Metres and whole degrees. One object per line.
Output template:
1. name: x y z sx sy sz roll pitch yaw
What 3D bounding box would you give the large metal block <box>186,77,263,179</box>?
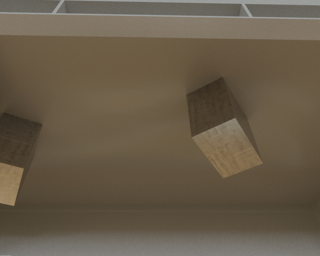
1. large metal block: 0.076 0.000 0.374 0.050 0.080 0.080 -26 126 20

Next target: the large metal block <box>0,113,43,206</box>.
1. large metal block: -0.198 0.041 0.405 0.050 0.080 0.079 19 128 -17
